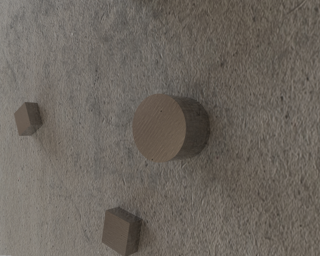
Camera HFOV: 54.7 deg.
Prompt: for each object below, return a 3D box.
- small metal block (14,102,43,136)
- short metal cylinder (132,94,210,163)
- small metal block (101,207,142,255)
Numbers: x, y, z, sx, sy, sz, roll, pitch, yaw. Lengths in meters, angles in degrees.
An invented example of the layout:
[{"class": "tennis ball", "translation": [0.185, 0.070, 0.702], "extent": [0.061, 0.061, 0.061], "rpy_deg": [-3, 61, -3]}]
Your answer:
[{"class": "small metal block", "translation": [-0.263, -0.017, 0.618], "extent": [0.050, 0.025, 0.050], "rpy_deg": [-32, 70, 35]}, {"class": "short metal cylinder", "translation": [0.013, 0.000, 0.376], "extent": [0.080, 0.050, 0.079], "rpy_deg": [0, 90, 39]}, {"class": "small metal block", "translation": [-0.056, 0.149, 0.449], "extent": [0.050, 0.025, 0.050], "rpy_deg": [15, 99, 38]}]
